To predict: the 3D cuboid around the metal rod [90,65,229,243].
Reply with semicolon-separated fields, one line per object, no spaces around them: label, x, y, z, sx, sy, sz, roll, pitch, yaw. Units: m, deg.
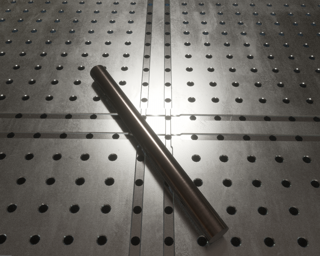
metal rod;-0.018;0.011;0.397;0.025;0.025;0.300;-25;55;-20
